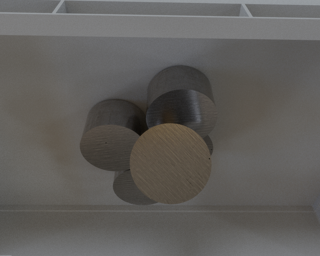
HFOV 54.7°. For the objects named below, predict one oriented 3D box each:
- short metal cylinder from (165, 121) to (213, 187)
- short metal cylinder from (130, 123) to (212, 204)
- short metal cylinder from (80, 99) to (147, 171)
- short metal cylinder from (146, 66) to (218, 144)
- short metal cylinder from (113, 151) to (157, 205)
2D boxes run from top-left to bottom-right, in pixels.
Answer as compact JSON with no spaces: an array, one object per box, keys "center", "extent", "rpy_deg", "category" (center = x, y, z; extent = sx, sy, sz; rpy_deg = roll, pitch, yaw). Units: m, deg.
[{"center":[0.022,0.033,0.400],"extent":[0.081,0.080,0.050],"rpy_deg":[10,129,-9],"category":"short metal cylinder"},{"center":[0.013,0.035,0.328],"extent":[0.080,0.050,0.079],"rpy_deg":[0,90,6],"category":"short metal cylinder"},{"center":[-0.057,0.010,0.398],"extent":[0.081,0.050,0.079],"rpy_deg":[0,130,0],"category":"short metal cylinder"},{"center":[0.024,-0.026,0.368],"extent":[0.081,0.050,0.079],"rpy_deg":[0,130,0],"category":"short metal cylinder"},{"center":[-0.025,0.067,0.446],"extent":[0.081,0.050,0.079],"rpy_deg":[0,130,0],"category":"short metal cylinder"}]
